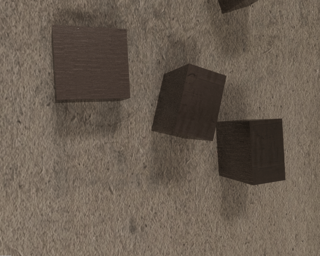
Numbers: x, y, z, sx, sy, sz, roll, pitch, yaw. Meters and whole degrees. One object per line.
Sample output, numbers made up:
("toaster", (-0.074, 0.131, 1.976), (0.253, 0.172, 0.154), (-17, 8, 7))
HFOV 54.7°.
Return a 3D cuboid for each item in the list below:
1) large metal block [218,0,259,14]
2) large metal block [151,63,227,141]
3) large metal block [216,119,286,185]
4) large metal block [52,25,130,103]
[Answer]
("large metal block", (0.114, -0.214, 0.423), (0.050, 0.080, 0.080), (-23, 98, -19))
("large metal block", (0.034, -0.029, 0.393), (0.050, 0.080, 0.080), (14, 85, -20))
("large metal block", (0.122, 0.029, 0.426), (0.050, 0.080, 0.079), (-4, 92, -20))
("large metal block", (-0.083, -0.072, 0.366), (0.081, 0.050, 0.079), (-4, 91, -20))
